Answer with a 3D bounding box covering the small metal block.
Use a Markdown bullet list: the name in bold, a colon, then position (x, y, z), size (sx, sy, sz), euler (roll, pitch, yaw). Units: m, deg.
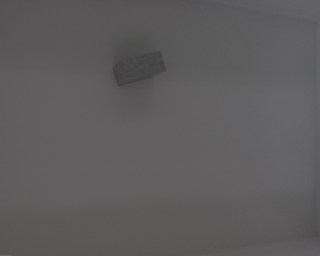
- **small metal block**: position (-0.027, -0.073, 0.387), size (0.050, 0.050, 0.025), euler (-19, 97, -19)
